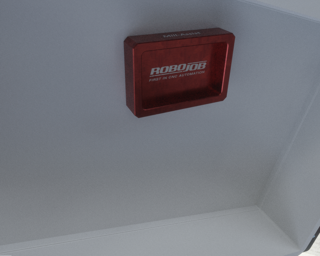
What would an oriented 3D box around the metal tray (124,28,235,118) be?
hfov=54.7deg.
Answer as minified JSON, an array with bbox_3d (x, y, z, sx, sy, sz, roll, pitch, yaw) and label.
[{"bbox_3d":[0.024,-0.069,0.377,0.131,0.030,0.089,-13,124,-22],"label":"metal tray"}]
